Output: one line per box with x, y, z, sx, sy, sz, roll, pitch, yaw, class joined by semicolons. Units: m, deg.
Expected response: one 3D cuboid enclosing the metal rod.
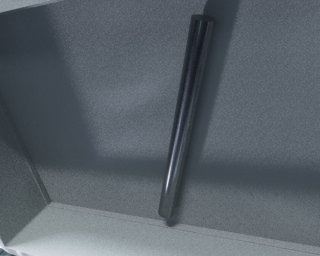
0.027;0.010;0.399;0.025;0.025;0.298;20;126;16;metal rod
